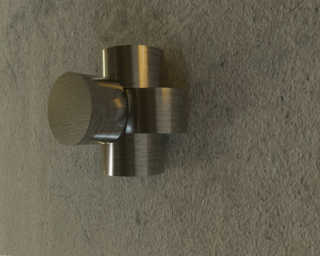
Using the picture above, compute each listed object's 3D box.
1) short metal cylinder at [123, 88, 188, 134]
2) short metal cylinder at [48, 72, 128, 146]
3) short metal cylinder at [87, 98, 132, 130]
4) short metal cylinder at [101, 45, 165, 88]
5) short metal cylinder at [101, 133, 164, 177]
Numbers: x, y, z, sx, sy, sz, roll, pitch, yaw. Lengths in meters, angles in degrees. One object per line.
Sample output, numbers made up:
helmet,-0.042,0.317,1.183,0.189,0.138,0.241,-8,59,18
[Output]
short metal cylinder,-0.007,-0.019,0.374,0.080,0.081,0.050,0,90,39
short metal cylinder,-0.083,-0.021,0.351,0.080,0.050,0.079,0,90,39
short metal cylinder,-0.069,-0.019,0.425,0.080,0.081,0.050,-1,89,39
short metal cylinder,-0.034,-0.071,0.397,0.080,0.081,0.050,-2,89,39
short metal cylinder,-0.035,0.031,0.397,0.080,0.081,0.050,0,90,39
